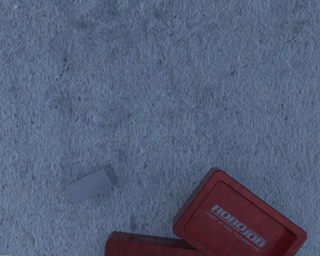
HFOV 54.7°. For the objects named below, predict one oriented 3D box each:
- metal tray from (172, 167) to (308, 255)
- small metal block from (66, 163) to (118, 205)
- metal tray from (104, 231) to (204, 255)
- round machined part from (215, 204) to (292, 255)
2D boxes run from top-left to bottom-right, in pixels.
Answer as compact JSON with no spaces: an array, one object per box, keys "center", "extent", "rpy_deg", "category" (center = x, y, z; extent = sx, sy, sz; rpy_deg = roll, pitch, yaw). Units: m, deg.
[{"center":[0.091,0.119,0.366],"extent":[0.130,0.030,0.090],"rpy_deg":[36,90,0],"category":"metal tray"},{"center":[-0.085,0.070,0.397],"extent":[0.050,0.050,0.025],"rpy_deg":[-26,90,0],"category":"small metal block"},{"center":[-0.009,0.192,0.407],"extent":[0.131,0.030,0.089],"rpy_deg":[7,90,0],"category":"metal tray"},{"center":[0.116,0.143,0.402],"extent":[0.099,0.042,0.097],"rpy_deg":[0,90,0],"category":"round machined part"}]
